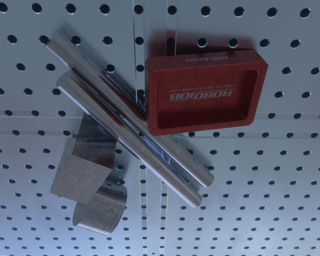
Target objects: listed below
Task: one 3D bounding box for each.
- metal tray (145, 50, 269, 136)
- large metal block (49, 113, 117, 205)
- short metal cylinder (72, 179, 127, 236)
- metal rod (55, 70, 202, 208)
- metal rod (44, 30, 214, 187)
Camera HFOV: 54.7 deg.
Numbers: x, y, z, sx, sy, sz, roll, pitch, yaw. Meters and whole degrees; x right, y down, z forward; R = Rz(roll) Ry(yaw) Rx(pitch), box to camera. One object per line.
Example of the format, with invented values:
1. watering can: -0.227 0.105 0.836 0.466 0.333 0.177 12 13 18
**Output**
1. metal tray: 0.050 -0.040 0.360 0.131 0.030 0.089 -6 131 -9
2. large metal block: -0.098 0.040 0.408 0.050 0.080 0.080 24 126 -19
3. short metal cylinder: -0.092 0.118 0.475 0.050 0.080 0.080 27 125 -21
4. metal rod: -0.022 0.034 0.425 0.025 0.025 0.300 -27 130 20
5. metal rod: -0.020 -0.007 0.405 0.025 0.025 0.300 -32 124 24
